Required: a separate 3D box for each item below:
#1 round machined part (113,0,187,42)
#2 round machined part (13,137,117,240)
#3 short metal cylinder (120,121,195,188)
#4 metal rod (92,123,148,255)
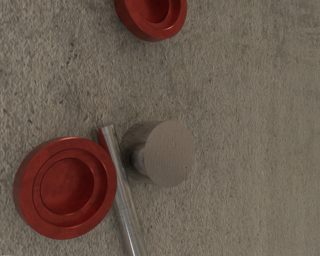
[{"bbox_3d":[-0.016,-0.154,0.380,0.099,0.042,0.097,0,90,-40],"label":"round machined part"},{"bbox_3d":[-0.096,0.057,0.313,0.099,0.042,0.097,0,90,-40],"label":"round machined part"},{"bbox_3d":[-0.003,0.031,0.386,0.081,0.050,0.079,0,90,-40],"label":"short metal cylinder"},{"bbox_3d":[-0.031,0.140,0.378,0.025,0.025,0.298,-22,104,-38],"label":"metal rod"}]
